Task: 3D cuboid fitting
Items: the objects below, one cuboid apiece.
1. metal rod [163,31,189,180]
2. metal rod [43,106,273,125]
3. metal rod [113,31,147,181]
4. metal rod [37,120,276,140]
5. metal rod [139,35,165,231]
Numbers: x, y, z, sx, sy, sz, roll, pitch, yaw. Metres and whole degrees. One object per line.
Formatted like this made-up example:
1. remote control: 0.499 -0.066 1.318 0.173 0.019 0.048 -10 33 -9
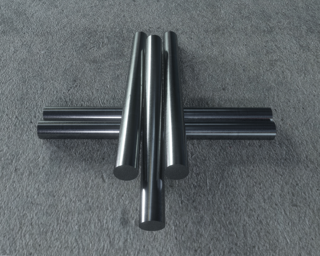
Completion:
1. metal rod: 0.017 -0.056 0.424 0.025 0.025 0.300 0 42 0
2. metal rod: -0.002 -0.016 0.419 0.302 0.025 0.025 0 50 -1
3. metal rod: -0.034 -0.055 0.423 0.025 0.025 0.300 0 42 0
4. metal rod: -0.004 0.003 0.403 0.302 0.025 0.025 0 50 -1
5. metal rod: -0.008 -0.022 0.389 0.025 0.025 0.300 0 50 -1
